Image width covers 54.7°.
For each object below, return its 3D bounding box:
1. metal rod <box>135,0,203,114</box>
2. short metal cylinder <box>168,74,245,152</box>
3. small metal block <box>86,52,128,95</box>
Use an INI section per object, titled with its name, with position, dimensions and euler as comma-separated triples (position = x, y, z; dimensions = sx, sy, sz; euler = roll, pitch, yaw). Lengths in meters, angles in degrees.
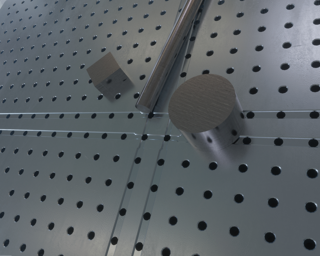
[metal rod]
position = 0.033, -0.156, 0.486
dimensions = 0.025, 0.025, 0.300
euler = 11, 67, 32
[short metal cylinder]
position = 0.057, -0.018, 0.373
dimensions = 0.080, 0.050, 0.080
euler = -13, 56, 21
[small metal block]
position = -0.087, -0.090, 0.510
dimensions = 0.050, 0.025, 0.050
euler = -36, 51, 4
